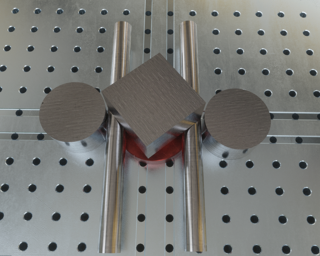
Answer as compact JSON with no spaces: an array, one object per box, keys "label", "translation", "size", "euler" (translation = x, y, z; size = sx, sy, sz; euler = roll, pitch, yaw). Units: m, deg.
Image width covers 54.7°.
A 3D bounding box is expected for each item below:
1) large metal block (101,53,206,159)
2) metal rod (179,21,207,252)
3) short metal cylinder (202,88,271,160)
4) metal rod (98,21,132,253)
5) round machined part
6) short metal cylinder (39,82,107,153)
[{"label":"large metal block","translation":[-0.007,-0.025,0.357],"size":[0.080,0.050,0.080],"euler":[-36,74,-12]},{"label":"metal rod","translation":[0.039,-0.005,0.391],"size":[0.025,0.025,0.299],"euler":[0,70,0]},{"label":"short metal cylinder","translation":[0.094,-0.004,0.400],"size":[0.081,0.050,0.080],"euler":[0,70,0]},{"label":"metal rod","translation":[-0.054,-0.004,0.390],"size":[0.025,0.025,0.299],"euler":[1,70,0]},{"label":"round machined part","translation":[-0.007,-0.004,0.405],"size":[0.099,0.042,0.098],"euler":[0,70,0]},{"label":"short metal cylinder","translation":[-0.107,-0.012,0.402],"size":[0.081,0.050,0.080],"euler":[0,70,0]}]
